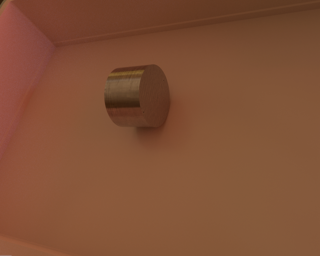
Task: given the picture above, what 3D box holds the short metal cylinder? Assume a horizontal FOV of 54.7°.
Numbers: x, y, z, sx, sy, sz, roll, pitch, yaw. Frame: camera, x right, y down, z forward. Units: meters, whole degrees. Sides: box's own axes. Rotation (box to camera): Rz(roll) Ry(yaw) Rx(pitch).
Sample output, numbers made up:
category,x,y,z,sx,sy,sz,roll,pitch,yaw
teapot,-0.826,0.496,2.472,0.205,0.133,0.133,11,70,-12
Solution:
category,x,y,z,sx,sy,sz,roll,pitch,yaw
short metal cylinder,-0.028,-0.041,0.406,0.050,0.080,0.080,0,62,28
